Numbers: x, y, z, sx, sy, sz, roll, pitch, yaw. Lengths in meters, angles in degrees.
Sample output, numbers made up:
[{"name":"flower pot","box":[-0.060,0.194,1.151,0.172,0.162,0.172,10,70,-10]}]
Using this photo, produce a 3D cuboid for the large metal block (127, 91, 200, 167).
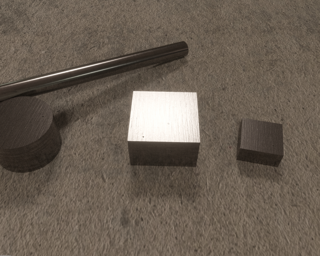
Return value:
[{"name":"large metal block","box":[0.005,0.000,0.387,0.081,0.050,0.080,1,50,1]}]

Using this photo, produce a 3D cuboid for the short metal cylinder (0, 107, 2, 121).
[{"name":"short metal cylinder","box":[-0.257,-0.025,0.402,0.080,0.050,0.080,-2,49,3]}]

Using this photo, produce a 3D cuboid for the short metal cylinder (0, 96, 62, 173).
[{"name":"short metal cylinder","box":[-0.166,0.007,0.377,0.081,0.050,0.080,1,51,-2]}]

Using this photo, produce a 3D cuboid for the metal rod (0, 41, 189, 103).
[{"name":"metal rod","box":[-0.086,-0.084,0.446,0.302,0.025,0.025,-21,53,-27]}]

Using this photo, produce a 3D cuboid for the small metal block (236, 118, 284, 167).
[{"name":"small metal block","box":[0.126,0.018,0.390,0.050,0.025,0.050,10,51,8]}]
